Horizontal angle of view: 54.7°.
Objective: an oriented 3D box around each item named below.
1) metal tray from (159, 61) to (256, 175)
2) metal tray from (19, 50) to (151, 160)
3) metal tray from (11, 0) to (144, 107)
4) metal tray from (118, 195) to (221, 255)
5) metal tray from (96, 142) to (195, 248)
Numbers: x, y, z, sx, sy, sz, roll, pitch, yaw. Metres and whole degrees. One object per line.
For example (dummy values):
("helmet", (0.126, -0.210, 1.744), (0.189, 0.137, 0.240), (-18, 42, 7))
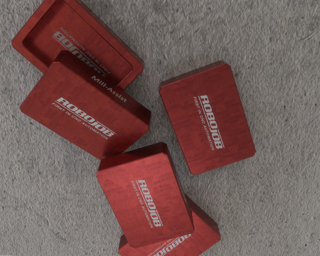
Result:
("metal tray", (0.062, -0.011, 0.403), (0.090, 0.030, 0.129), (-20, 109, 7))
("metal tray", (-0.087, -0.020, 0.375), (0.130, 0.030, 0.090), (36, 123, -22))
("metal tray", (-0.095, -0.088, 0.373), (0.130, 0.030, 0.090), (43, 104, -14))
("metal tray", (0.013, 0.167, 0.469), (0.130, 0.030, 0.090), (-41, 105, 13))
("metal tray", (-0.016, 0.090, 0.403), (0.090, 0.030, 0.129), (-17, 113, 6))
